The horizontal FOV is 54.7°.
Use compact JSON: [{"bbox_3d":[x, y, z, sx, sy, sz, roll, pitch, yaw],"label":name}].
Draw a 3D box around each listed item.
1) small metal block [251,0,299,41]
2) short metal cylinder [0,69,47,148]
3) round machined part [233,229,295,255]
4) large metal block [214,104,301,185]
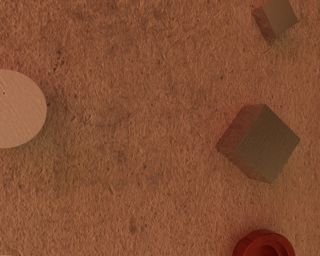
[{"bbox_3d":[0.177,-0.171,0.476,0.050,0.025,0.050,-34,101,-17],"label":"small metal block"},{"bbox_3d":[-0.165,-0.020,0.335,0.081,0.050,0.079,0,90,-21],"label":"short metal cylinder"},{"bbox_3d":[0.147,0.197,0.456,0.099,0.042,0.097,0,90,-21],"label":"round machined part"},{"bbox_3d":[0.141,0.022,0.450,0.080,0.050,0.080,40,77,-16],"label":"large metal block"}]
